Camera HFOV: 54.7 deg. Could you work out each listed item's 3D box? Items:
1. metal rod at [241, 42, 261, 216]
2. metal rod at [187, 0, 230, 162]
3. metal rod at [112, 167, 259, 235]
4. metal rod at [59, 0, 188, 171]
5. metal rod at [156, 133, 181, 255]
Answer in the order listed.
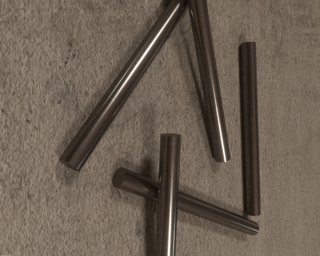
[{"bbox_3d":[0.159,0.002,0.541,0.025,0.025,0.298,-4,93,-40],"label":"metal rod"},{"bbox_3d":[0.068,-0.089,0.443,0.025,0.025,0.298,-28,114,-37],"label":"metal rod"},{"bbox_3d":[0.057,0.117,0.455,0.301,0.025,0.025,29,72,-37],"label":"metal rod"},{"bbox_3d":[-0.026,-0.080,0.384,0.025,0.025,0.300,45,63,-31],"label":"metal rod"},{"bbox_3d":[0.007,0.156,0.390,0.025,0.025,0.298,-4,100,-40],"label":"metal rod"}]
